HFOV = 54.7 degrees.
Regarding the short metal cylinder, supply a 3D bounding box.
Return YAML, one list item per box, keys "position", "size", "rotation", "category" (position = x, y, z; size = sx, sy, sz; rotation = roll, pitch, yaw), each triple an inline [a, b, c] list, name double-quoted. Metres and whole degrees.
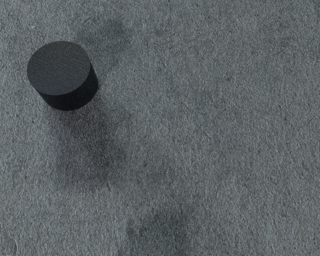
- position: [-0.129, -0.069, 0.419]
  size: [0.081, 0.050, 0.080]
  rotation: [0, 70, 0]
  category: "short metal cylinder"
